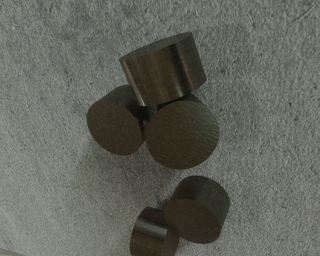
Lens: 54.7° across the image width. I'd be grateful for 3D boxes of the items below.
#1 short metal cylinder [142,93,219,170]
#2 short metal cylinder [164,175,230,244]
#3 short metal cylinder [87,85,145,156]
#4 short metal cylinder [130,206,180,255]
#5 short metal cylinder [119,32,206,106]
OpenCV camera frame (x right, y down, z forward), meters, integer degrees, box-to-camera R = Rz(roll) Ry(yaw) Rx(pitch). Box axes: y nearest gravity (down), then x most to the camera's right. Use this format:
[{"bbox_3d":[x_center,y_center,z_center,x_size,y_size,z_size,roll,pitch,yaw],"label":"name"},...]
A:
[{"bbox_3d":[0.022,0.001,0.356,0.081,0.050,0.079,-3,110,-7],"label":"short metal cylinder"},{"bbox_3d":[0.052,0.114,0.433,0.080,0.050,0.079,13,124,21],"label":"short metal cylinder"},{"bbox_3d":[-0.048,-0.011,0.410,0.080,0.050,0.079,13,124,21],"label":"short metal cylinder"},{"bbox_3d":[-0.004,0.167,0.477,0.050,0.080,0.079,10,123,23],"label":"short metal cylinder"},{"bbox_3d":[0.003,-0.064,0.330,0.080,0.080,0.050,-8,114,32],"label":"short metal cylinder"}]
